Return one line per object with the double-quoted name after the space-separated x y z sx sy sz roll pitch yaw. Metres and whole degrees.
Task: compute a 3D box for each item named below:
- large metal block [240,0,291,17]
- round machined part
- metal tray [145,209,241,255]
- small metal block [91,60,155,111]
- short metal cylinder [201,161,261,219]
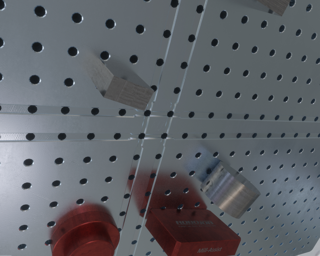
0.115 -0.183 0.344 0.081 0.050 0.080 13 112 -34 "large metal block"
-0.105 0.173 0.450 0.099 0.042 0.097 -14 124 -21 "round machined part"
0.053 0.167 0.498 0.131 0.090 0.030 11 103 -33 "metal tray"
-0.042 -0.047 0.343 0.050 0.050 0.025 17 110 -35 "small metal block"
0.113 0.098 0.498 0.080 0.080 0.050 30 102 -38 "short metal cylinder"
